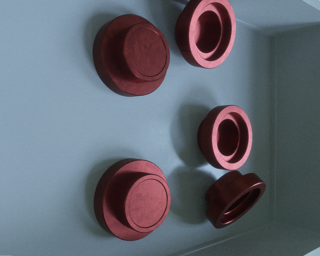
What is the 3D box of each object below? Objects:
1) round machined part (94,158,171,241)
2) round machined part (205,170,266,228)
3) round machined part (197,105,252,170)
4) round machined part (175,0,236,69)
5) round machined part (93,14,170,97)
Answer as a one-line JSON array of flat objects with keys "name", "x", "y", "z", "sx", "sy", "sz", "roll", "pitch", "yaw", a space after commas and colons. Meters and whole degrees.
[{"name": "round machined part", "x": -0.026, "y": 0.087, "z": 0.374, "sx": 0.099, "sy": 0.042, "sz": 0.097, "roll": 0, "pitch": 90, "yaw": -40}, {"name": "round machined part", "x": 0.107, "y": 0.102, "z": 0.465, "sx": 0.099, "sy": 0.042, "sz": 0.097, "roll": -26, "pitch": 143, "yaw": -21}, {"name": "round machined part", "x": 0.095, "y": 0.014, "z": 0.475, "sx": 0.099, "sy": 0.042, "sz": 0.097, "roll": 0, "pitch": 90, "yaw": -40}, {"name": "round machined part", "x": 0.059, "y": -0.135, "z": 0.434, "sx": 0.099, "sy": 0.042, "sz": 0.097, "roll": -17, "pitch": 116, "yaw": -38}, {"name": "round machined part", "x": -0.027, "y": -0.088, "z": 0.373, "sx": 0.099, "sy": 0.042, "sz": 0.097, "roll": 0, "pitch": 90, "yaw": -40}]
